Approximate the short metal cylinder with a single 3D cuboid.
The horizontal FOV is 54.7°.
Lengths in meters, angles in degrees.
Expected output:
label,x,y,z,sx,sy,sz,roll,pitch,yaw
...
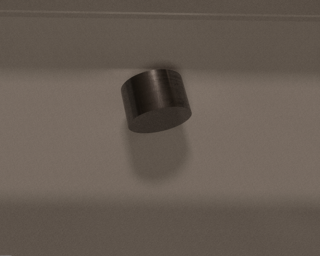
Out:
label,x,y,z,sx,sy,sz,roll,pitch,yaw
short metal cylinder,-0.005,-0.031,0.392,0.081,0.080,0.050,-12,71,-5
